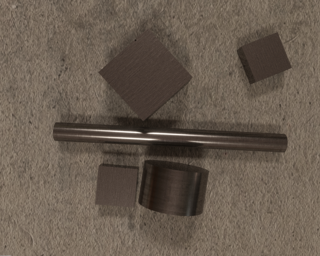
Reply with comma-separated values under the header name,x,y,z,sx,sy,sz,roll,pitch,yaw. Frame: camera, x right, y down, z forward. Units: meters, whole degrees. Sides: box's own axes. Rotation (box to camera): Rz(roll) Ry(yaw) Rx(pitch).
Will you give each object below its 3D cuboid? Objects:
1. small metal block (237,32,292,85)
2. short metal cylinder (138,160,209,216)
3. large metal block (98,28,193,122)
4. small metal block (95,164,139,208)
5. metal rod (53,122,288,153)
name,x,y,z,sx,sy,sz,roll,pitch,yaw
small metal block,0.138,-0.092,0.412,0.050,0.025,0.050,-22,90,-1
short metal cylinder,0.017,0.071,0.383,0.081,0.080,0.050,9,90,-1
large metal block,-0.018,-0.064,0.397,0.080,0.050,0.080,-42,91,0
small metal block,-0.056,0.075,0.409,0.050,0.025,0.050,5,90,-1
metal rod,0.014,0.012,0.410,0.302,0.025,0.025,3,90,-1
